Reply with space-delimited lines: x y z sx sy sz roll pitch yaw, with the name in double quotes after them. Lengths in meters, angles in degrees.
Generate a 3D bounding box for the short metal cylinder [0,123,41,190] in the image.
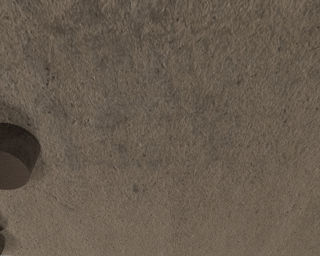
-0.211 0.039 0.421 0.081 0.050 0.079 0 130 0 "short metal cylinder"

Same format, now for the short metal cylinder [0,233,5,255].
-0.325 0.209 0.545 0.080 0.080 0.050 -16 129 12 "short metal cylinder"
